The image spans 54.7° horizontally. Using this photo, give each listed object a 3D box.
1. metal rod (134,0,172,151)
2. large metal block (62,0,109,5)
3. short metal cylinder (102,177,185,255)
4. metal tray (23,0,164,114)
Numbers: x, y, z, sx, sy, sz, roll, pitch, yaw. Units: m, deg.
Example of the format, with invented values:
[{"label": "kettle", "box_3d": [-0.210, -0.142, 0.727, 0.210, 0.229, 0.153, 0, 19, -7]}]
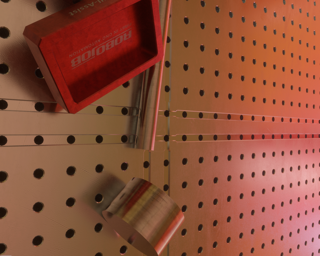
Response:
[{"label": "metal rod", "box_3d": [-0.003, -0.120, 0.405, 0.025, 0.025, 0.298, 11, 83, -40]}, {"label": "large metal block", "box_3d": [-0.076, -0.174, 0.328, 0.080, 0.050, 0.080, 22, 76, -38]}, {"label": "short metal cylinder", "box_3d": [-0.019, 0.103, 0.357, 0.050, 0.080, 0.080, -48, 119, -29]}, {"label": "metal tray", "box_3d": [-0.057, -0.084, 0.316, 0.131, 0.030, 0.090, -36, 144, -23]}]
